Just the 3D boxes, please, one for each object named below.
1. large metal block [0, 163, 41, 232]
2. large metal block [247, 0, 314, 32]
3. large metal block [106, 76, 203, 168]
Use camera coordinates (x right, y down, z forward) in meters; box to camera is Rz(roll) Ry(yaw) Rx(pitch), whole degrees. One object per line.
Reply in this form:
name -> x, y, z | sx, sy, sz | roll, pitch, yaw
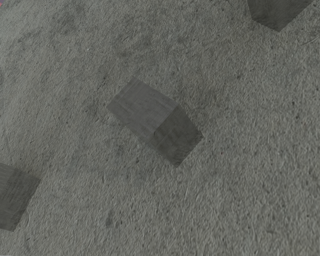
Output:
large metal block -> -0.237, 0.096, 0.454 | 0.080, 0.050, 0.080 | 9, 66, 32
large metal block -> 0.159, -0.188, 0.400 | 0.080, 0.080, 0.050 | -43, 51, -1
large metal block -> -0.005, -0.006, 0.375 | 0.050, 0.080, 0.080 | -49, 52, -6
